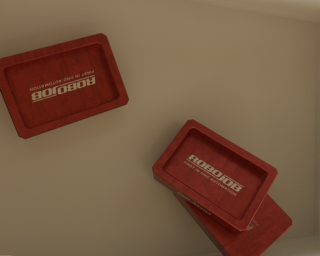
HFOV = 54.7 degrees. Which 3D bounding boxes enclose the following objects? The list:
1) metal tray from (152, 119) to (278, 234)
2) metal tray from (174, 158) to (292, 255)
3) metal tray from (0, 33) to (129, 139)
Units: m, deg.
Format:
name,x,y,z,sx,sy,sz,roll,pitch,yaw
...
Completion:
name,x,y,z,sx,sy,sz,roll,pitch,yaw
metal tray,0.067,0.058,0.392,0.130,0.030,0.090,32,69,15
metal tray,0.091,0.103,0.406,0.090,0.030,0.130,-34,68,-17
metal tray,-0.113,-0.050,0.365,0.131,0.030,0.090,-21,97,-19
